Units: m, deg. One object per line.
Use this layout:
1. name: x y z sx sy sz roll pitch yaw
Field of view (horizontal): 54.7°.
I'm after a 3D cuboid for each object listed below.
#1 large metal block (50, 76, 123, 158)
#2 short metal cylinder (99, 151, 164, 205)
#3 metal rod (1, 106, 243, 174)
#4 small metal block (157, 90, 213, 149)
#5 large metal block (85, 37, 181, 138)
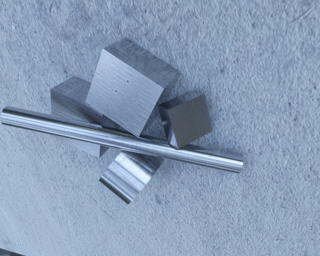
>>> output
1. large metal block: -0.103 -0.016 0.436 0.080 0.050 0.079 23 127 14
2. short metal cylinder: -0.039 0.058 0.429 0.050 0.080 0.080 39 129 1
3. metal rod: -0.048 0.015 0.389 0.302 0.025 0.025 12 125 2
4. small metal block: 0.030 -0.011 0.366 0.025 0.050 0.050 29 140 58
5. large metal block: -0.034 -0.049 0.376 0.080 0.050 0.079 34 129 5
